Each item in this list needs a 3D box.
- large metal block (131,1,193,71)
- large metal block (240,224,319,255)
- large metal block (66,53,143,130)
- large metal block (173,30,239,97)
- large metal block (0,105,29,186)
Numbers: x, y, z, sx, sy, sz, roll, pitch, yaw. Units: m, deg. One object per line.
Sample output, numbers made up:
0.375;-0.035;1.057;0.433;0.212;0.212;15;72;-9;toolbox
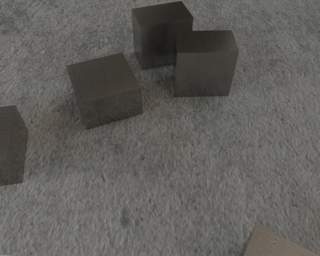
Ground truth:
0.003;-0.145;0.490;0.081;0.080;0.050;-14;52;-12;large metal block
0.102;0.145;0.266;0.080;0.050;0.080;25;54;19;large metal block
-0.077;-0.053;0.430;0.081;0.050;0.080;-17;52;-14;large metal block
0.061;-0.091;0.445;0.081;0.080;0.050;-2;50;-2;large metal block
-0.208;0.024;0.364;0.081;0.050;0.080;-8;51;-7;large metal block
